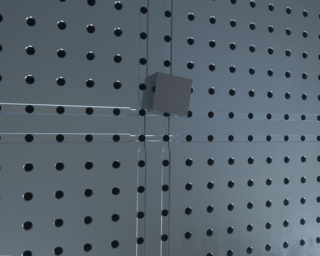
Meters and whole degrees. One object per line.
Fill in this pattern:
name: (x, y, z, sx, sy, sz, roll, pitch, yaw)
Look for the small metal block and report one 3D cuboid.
small metal block: (0.013, -0.044, 0.418, 0.050, 0.025, 0.050, 9, 87, -20)
